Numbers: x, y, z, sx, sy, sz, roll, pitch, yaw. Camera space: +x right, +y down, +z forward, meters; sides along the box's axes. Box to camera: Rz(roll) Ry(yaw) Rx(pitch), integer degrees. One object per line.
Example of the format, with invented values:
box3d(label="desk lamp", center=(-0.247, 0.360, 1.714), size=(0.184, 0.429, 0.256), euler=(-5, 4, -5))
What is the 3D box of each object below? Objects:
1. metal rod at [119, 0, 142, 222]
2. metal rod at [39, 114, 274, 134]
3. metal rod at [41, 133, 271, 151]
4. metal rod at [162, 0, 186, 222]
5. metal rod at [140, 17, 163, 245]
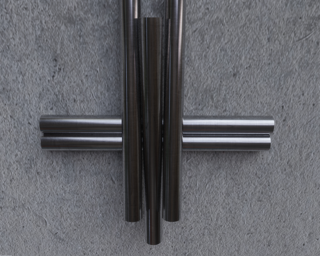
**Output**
box3d(label="metal rod", center=(-0.035, -0.027, 0.378), size=(0.025, 0.025, 0.298), euler=(0, 102, -1))
box3d(label="metal rod", center=(-0.003, -0.005, 0.410), size=(0.302, 0.025, 0.025), euler=(0, 110, -1))
box3d(label="metal rod", center=(-0.005, 0.019, 0.419), size=(0.302, 0.025, 0.025), euler=(0, 110, -1))
box3d(label="metal rod", center=(0.017, -0.028, 0.378), size=(0.025, 0.025, 0.298), euler=(0, 102, -1))
box3d(label="metal rod", center=(-0.009, 0.018, 0.390), size=(0.025, 0.025, 0.298), euler=(0, 110, 0))
